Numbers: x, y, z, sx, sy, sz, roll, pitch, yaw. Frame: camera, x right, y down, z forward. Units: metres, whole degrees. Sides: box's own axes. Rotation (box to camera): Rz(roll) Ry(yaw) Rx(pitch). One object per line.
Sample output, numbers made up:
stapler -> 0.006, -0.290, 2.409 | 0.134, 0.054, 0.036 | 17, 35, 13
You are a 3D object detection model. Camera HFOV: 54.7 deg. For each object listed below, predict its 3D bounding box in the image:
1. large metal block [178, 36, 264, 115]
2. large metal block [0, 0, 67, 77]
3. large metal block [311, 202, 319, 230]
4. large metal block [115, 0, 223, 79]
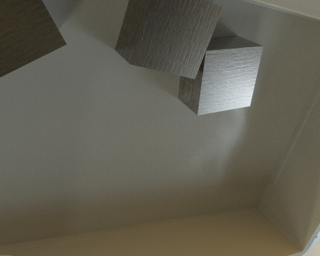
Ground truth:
large metal block -> 0.074, -0.068, 0.390 | 0.081, 0.050, 0.079 | -11, 123, -23
large metal block -> -0.139, -0.094, 0.258 | 0.080, 0.050, 0.080 | -30, 129, -9
large metal block -> 0.416, 0.226, 0.742 | 0.050, 0.080, 0.080 | -35, 129, -6
large metal block -> 0.007, -0.105, 0.331 | 0.081, 0.050, 0.079 | 7, 115, -31
